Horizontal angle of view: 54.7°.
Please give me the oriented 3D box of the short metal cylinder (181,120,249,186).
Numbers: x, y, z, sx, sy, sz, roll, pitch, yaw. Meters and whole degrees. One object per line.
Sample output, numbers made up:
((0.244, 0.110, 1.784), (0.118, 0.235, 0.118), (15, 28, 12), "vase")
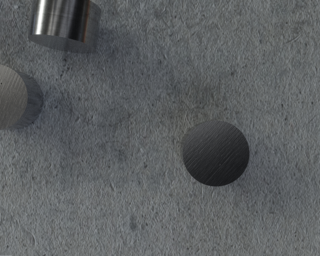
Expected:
((0.068, 0.031, 0.398), (0.081, 0.050, 0.080), (0, 90, 0), "short metal cylinder")

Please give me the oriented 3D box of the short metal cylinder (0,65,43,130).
((-0.199, -0.037, 0.396), (0.081, 0.050, 0.080), (0, 90, 0), "short metal cylinder")

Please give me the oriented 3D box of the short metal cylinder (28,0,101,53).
((-0.116, -0.127, 0.381), (0.080, 0.080, 0.050), (7, 90, 0), "short metal cylinder")
